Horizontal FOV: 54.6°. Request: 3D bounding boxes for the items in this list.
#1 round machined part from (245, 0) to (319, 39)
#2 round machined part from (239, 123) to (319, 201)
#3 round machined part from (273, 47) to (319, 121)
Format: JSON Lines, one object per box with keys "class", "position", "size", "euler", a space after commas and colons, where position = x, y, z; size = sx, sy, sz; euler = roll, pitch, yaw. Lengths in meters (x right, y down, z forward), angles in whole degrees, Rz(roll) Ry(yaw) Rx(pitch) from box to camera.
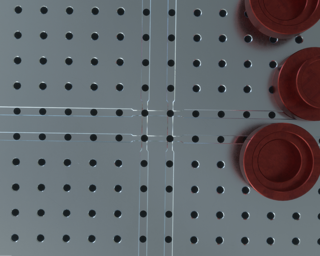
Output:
{"class": "round machined part", "position": [0.160, -0.165, 0.406], "size": [0.099, 0.042, 0.097], "euler": [0, 90, 0]}
{"class": "round machined part", "position": [0.153, 0.042, 0.406], "size": [0.099, 0.042, 0.097], "euler": [0, 90, 0]}
{"class": "round machined part", "position": [0.204, -0.058, 0.406], "size": [0.099, 0.042, 0.097], "euler": [0, 90, 0]}
